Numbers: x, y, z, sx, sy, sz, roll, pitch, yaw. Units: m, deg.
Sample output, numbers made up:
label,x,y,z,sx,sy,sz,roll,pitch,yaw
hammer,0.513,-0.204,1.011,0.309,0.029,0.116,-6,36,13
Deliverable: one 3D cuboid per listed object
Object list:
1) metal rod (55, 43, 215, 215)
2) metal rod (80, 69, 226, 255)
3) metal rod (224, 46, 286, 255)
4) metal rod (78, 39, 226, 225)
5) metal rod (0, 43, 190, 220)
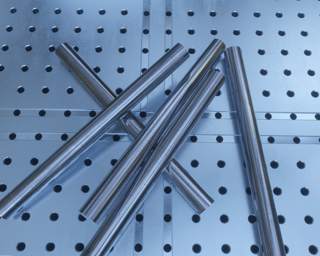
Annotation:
label,x,y,z,sx,sy,sz,roll,pitch,yaw
metal rod,-0.042,-0.009,0.414,0.025,0.025,0.300,-40,75,-13
metal rod,-0.013,0.055,0.368,0.025,0.025,0.300,33,82,11
metal rod,0.120,0.027,0.403,0.025,0.025,0.299,-5,70,-2
metal rod,0.004,-0.013,0.393,0.025,0.025,0.301,32,64,10
metal rod,-0.080,0.000,0.388,0.300,0.025,0.025,-43,76,-6
